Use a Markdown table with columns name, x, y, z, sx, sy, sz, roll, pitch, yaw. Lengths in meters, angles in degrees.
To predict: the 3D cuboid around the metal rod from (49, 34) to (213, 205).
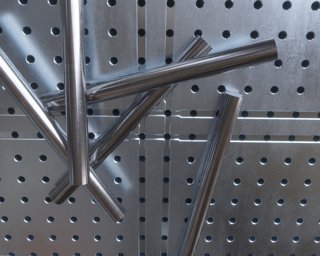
| name | x | y | z | sx | sy | sz | roll | pitch | yaw |
| --- | --- | --- | --- | --- | --- | --- | --- | --- | --- |
| metal rod | -0.048 | -0.002 | 0.411 | 0.025 | 0.025 | 0.299 | 41 | 105 | -14 |

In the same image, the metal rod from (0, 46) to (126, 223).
| name | x | y | z | sx | sy | sz | roll | pitch | yaw |
| --- | --- | --- | --- | --- | --- | --- | --- | --- | --- |
| metal rod | -0.134 | 0.003 | 0.383 | 0.025 | 0.025 | 0.299 | -29 | 109 | 10 |

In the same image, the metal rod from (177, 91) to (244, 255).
| name | x | y | z | sx | sy | sz | roll | pitch | yaw |
| --- | --- | --- | --- | --- | --- | --- | --- | --- | --- |
| metal rod | 0.065 | 0.093 | 0.448 | 0.025 | 0.025 | 0.298 | 11 | 110 | -5 |

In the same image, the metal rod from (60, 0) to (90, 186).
| name | x | y | z | sx | sy | sz | roll | pitch | yaw |
| --- | --- | --- | --- | --- | --- | --- | --- | --- | --- |
| metal rod | -0.098 | -0.081 | 0.354 | 0.025 | 0.025 | 0.298 | 0 | 100 | -1 |

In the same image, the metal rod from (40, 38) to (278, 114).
| name | x | y | z | sx | sy | sz | roll | pitch | yaw |
| --- | --- | --- | --- | --- | --- | --- | --- | --- | --- |
| metal rod | -0.018 | -0.056 | 0.370 | 0.301 | 0.025 | 0.025 | -12 | 110 | 12 |
